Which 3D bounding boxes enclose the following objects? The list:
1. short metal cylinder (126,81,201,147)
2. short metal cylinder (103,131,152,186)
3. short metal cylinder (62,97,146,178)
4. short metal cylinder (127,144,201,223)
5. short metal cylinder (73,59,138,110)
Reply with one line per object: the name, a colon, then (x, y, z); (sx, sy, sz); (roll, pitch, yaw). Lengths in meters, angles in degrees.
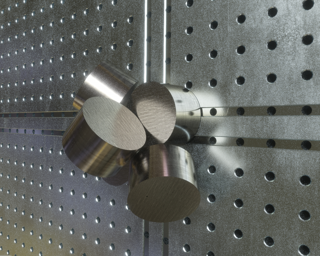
short metal cylinder: (0.003, -0.016, 0.388); (0.080, 0.050, 0.079); (0, 90, 39)
short metal cylinder: (-0.045, 0.036, 0.427); (0.080, 0.050, 0.079); (0, 90, 39)
short metal cylinder: (-0.064, 0.010, 0.357); (0.050, 0.081, 0.080); (-49, 62, 29)
short metal cylinder: (0.004, 0.065, 0.359); (0.080, 0.080, 0.050); (-48, 26, 29)
short metal cylinder: (-0.073, -0.046, 0.422); (0.050, 0.080, 0.080); (35, 116, -3)
